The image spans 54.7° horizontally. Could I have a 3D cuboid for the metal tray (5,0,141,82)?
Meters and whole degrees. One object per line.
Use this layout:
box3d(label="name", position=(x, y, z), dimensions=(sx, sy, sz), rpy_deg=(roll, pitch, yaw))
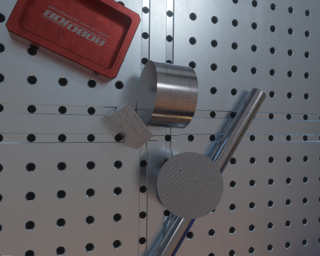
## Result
box3d(label="metal tray", position=(-0.100, -0.123, 0.372), dimensions=(0.131, 0.030, 0.090), rpy_deg=(24, 82, -19))

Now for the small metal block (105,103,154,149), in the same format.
box3d(label="small metal block", position=(-0.040, -0.002, 0.385), dimensions=(0.025, 0.050, 0.050), rpy_deg=(-39, 103, -16))

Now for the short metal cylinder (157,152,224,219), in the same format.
box3d(label="short metal cylinder", position=(0.037, 0.074, 0.398), dimensions=(0.081, 0.050, 0.080), rpy_deg=(0, 77, 0))

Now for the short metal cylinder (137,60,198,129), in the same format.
box3d(label="short metal cylinder", position=(0.007, -0.040, 0.386), dimensions=(0.050, 0.080, 0.080), rpy_deg=(5, 89, -20))

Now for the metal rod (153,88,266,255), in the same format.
box3d(label="metal rod", position=(0.069, 0.071, 0.438), dimensions=(0.025, 0.025, 0.300), rpy_deg=(36, 78, -17))
